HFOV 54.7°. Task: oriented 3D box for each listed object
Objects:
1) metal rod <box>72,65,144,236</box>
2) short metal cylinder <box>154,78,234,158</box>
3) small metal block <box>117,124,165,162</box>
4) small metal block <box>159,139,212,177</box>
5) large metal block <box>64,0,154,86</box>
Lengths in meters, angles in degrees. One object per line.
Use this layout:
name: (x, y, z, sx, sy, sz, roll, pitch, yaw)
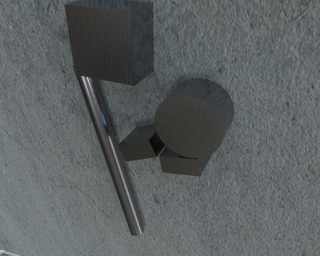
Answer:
metal rod: (-0.071, 0.046, 0.470, 0.025, 0.025, 0.298, 1, 119, 27)
short metal cylinder: (0.041, -0.012, 0.361, 0.080, 0.050, 0.079, 13, 124, 20)
small metal block: (-0.019, 0.018, 0.410, 0.050, 0.050, 0.025, -11, 113, 32)
small metal block: (0.034, 0.034, 0.393, 0.050, 0.050, 0.025, 3, 120, 26)
large metal block: (-0.055, -0.101, 0.356, 0.080, 0.050, 0.079, 13, 124, 20)
